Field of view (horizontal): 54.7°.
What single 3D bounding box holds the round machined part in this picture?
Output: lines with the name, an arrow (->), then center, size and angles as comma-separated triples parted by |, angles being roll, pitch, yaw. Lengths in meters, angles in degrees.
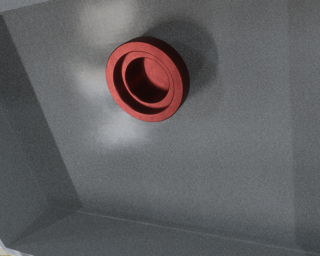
round machined part -> -0.011, -0.059, 0.366 | 0.098, 0.042, 0.097 | 13, 124, 20
